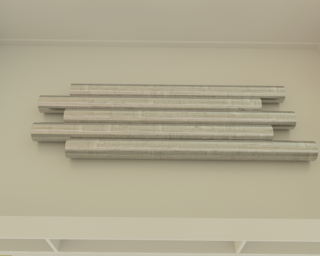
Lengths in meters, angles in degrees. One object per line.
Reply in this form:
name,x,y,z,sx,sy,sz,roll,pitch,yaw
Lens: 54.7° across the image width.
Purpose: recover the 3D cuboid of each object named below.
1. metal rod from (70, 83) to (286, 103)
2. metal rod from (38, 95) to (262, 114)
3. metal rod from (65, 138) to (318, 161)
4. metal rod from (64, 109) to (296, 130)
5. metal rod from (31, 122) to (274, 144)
metal rod,0.025,-0.050,0.445,0.302,0.025,0.025,1,50,0
metal rod,-0.013,-0.031,0.429,0.302,0.025,0.025,1,50,0
metal rod,0.038,0.027,0.381,0.302,0.025,0.025,1,50,0
metal rod,0.026,-0.012,0.414,0.302,0.025,0.025,1,50,0
metal rod,-0.009,0.007,0.397,0.302,0.025,0.025,1,50,0
